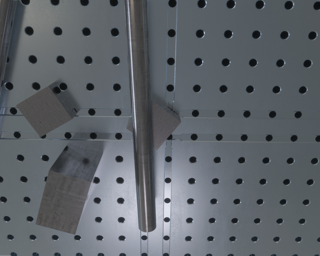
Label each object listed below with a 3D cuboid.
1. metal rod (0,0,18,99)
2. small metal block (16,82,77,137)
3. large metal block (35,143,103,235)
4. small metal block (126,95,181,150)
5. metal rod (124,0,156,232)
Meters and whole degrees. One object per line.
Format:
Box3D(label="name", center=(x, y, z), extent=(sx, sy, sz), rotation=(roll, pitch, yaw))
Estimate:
Box3D(label="metal rod", center=(-0.227, -0.018, 0.404), extent=(0.025, 0.025, 0.298), rotation=(18, 109, -7))
Box3D(label="small metal block", center=(-0.146, -0.024, 0.403), extent=(0.050, 0.025, 0.050), rotation=(-28, 108, 10))
Box3D(label="large metal block", center=(-0.118, 0.078, 0.412), extent=(0.050, 0.080, 0.079), rotation=(18, 109, -7))
Box3D(label="small metal block", center=(-0.008, -0.008, 0.410), extent=(0.050, 0.025, 0.050), rotation=(36, 106, -13))
Box3D(label="metal rod", center=(-0.022, 0.000, 0.386), extent=(0.025, 0.025, 0.298), rotation=(-2, 110, 0))
